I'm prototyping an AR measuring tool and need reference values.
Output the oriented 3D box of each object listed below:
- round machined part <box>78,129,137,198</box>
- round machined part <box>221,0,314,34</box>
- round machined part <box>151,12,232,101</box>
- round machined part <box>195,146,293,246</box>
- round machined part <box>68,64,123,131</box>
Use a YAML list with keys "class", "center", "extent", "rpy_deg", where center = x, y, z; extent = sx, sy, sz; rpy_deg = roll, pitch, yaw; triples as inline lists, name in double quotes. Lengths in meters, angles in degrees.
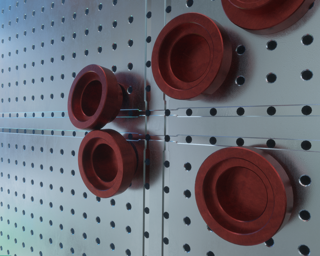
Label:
- class: "round machined part"
  center: [-0.073, 0.049, 0.453]
  extent: [0.098, 0.042, 0.097]
  rpy_deg: [4, 96, 38]
- class: "round machined part"
  center: [0.104, -0.148, 0.311]
  extent: [0.098, 0.042, 0.097]
  rpy_deg: [0, 90, 39]
- class: "round machined part"
  center: [0.040, -0.080, 0.364]
  extent: [0.098, 0.042, 0.097]
  rpy_deg: [0, 90, 39]
- class: "round machined part"
  center: [0.089, 0.067, 0.324]
  extent: [0.098, 0.042, 0.097]
  rpy_deg: [0, 90, 39]
- class: "round machined part"
  center: [-0.094, -0.043, 0.467]
  extent: [0.098, 0.042, 0.098]
  rpy_deg: [-10, 74, 41]
